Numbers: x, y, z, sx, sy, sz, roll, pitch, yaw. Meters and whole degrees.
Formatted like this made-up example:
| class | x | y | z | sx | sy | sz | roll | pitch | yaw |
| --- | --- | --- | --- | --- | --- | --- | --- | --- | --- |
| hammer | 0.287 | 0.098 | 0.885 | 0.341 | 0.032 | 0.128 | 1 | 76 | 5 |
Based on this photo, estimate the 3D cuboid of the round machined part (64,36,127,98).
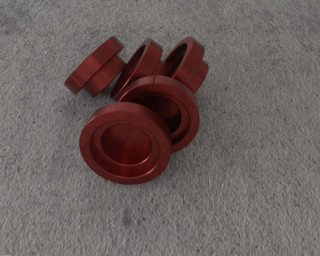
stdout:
| class | x | y | z | sx | sy | sz | roll | pitch | yaw |
| --- | --- | --- | --- | --- | --- | --- | --- | --- | --- |
| round machined part | -0.084 | -0.080 | 0.435 | 0.042 | 0.098 | 0.098 | 46 | 55 | -13 |

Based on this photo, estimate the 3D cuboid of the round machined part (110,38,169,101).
| class | x | y | z | sx | sy | sz | roll | pitch | yaw |
| --- | --- | --- | --- | --- | --- | --- | --- | --- | --- |
| round machined part | -0.024 | -0.071 | 0.427 | 0.042 | 0.098 | 0.098 | 32 | 48 | -19 |

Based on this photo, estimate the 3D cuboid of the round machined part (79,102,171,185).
| class | x | y | z | sx | sy | sz | roll | pitch | yaw |
| --- | --- | --- | --- | --- | --- | --- | --- | --- | --- |
| round machined part | -0.036 | 0.013 | 0.348 | 0.099 | 0.097 | 0.042 | 4 | 32 | 3 |

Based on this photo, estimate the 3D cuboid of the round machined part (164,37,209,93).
| class | x | y | z | sx | sy | sz | roll | pitch | yaw |
| --- | --- | --- | --- | --- | --- | --- | --- | --- | --- |
| round machined part | 0.029 | -0.074 | 0.431 | 0.042 | 0.098 | 0.098 | 33 | 48 | -20 |

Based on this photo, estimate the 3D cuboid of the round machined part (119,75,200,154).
| class | x | y | z | sx | sy | sz | roll | pitch | yaw |
| --- | --- | --- | --- | --- | --- | --- | --- | --- | --- |
| round machined part | -0.002 | -0.019 | 0.375 | 0.099 | 0.097 | 0.042 | 3 | 32 | 3 |
